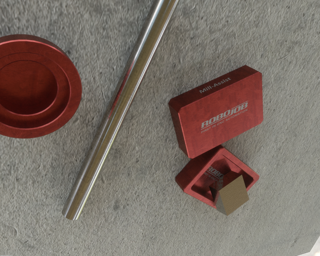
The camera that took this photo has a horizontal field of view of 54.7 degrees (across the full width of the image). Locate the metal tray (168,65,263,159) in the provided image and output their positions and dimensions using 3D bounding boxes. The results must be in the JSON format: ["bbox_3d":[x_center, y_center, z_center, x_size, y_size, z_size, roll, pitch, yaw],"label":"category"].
[{"bbox_3d":[0.083,-0.022,0.437,0.131,0.030,0.090,-26,128,-13],"label":"metal tray"}]

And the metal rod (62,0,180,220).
[{"bbox_3d":[-0.054,-0.013,0.370,0.025,0.025,0.298,15,111,-35],"label":"metal rod"}]

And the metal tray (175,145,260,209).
[{"bbox_3d":[0.098,0.083,0.510,0.090,0.030,0.130,-50,129,7],"label":"metal tray"}]

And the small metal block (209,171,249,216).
[{"bbox_3d":[0.114,0.106,0.506,0.050,0.025,0.050,-29,111,-22],"label":"small metal block"}]

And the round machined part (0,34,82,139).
[{"bbox_3d":[-0.130,-0.042,0.299,0.099,0.042,0.097,-14,125,-21],"label":"round machined part"}]
